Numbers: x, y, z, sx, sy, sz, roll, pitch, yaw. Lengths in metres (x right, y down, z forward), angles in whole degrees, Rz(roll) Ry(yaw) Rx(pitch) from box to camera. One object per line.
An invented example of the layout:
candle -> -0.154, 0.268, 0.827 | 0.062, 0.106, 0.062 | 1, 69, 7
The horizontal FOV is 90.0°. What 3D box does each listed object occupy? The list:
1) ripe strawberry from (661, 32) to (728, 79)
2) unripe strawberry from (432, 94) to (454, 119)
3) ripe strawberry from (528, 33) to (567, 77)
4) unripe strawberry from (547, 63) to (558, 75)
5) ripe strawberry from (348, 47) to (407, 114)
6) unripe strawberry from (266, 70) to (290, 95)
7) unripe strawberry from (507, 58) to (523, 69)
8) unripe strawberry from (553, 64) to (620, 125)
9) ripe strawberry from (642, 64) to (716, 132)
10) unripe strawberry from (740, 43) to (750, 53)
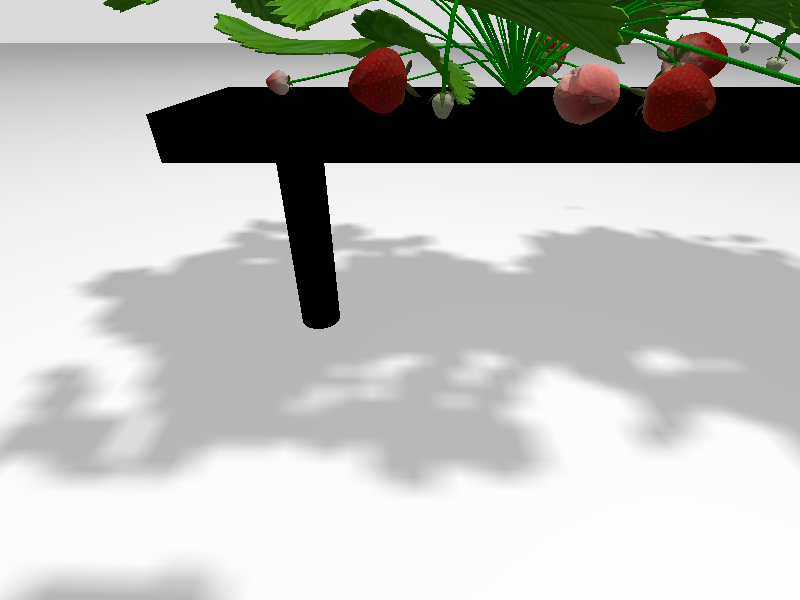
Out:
ripe strawberry -> 0.240, -0.193, 0.325 | 0.041, 0.040, 0.045 | -5, 34, -9
unripe strawberry -> 0.017, -0.079, 0.164 | 0.009, 0.010, 0.010 | 13, 36, 19
ripe strawberry -> 0.161, -0.267, 0.438 | 0.040, 0.042, 0.044 | 14, 23, 19
unripe strawberry -> 0.160, -0.243, 0.422 | 0.011, 0.011, 0.010 | 16, 37, 22
ripe strawberry -> -0.014, -0.130, 0.239 | 0.036, 0.035, 0.033 | -24, 40, -30
unripe strawberry -> -0.095, -0.169, 0.311 | 0.017, 0.017, 0.016 | 0, 34, 1
unripe strawberry -> 0.120, -0.242, 0.416 | 0.021, 0.022, 0.023 | 7, 34, 11
unripe strawberry -> 0.095, -0.103, 0.201 | 0.031, 0.028, 0.028 | -1, 35, -2
ripe strawberry -> 0.136, -0.097, 0.194 | 0.028, 0.030, 0.031 | -11, 36, -16
unripe strawberry -> 0.471, -0.345, 0.548 | 0.011, 0.011, 0.011 | -7, 35, -11
